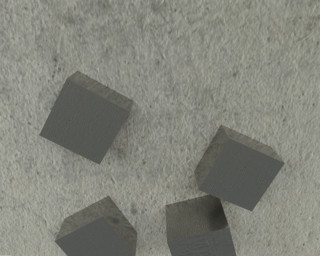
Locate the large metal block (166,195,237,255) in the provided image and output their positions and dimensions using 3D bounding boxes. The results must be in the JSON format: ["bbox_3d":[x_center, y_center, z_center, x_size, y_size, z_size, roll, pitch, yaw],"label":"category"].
[{"bbox_3d":[0.054,0.142,0.434,0.080,0.080,0.050,-15,110,5],"label":"large metal block"}]

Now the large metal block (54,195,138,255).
[{"bbox_3d":[-0.090,0.160,0.454,0.080,0.050,0.080,-29,108,10],"label":"large metal block"}]

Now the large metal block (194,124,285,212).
[{"bbox_3d":[0.103,0.053,0.418,0.080,0.050,0.080,24,108,-9],"label":"large metal block"}]

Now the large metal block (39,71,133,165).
[{"bbox_3d":[-0.090,-0.014,0.390,0.080,0.050,0.080,28,107,-11],"label":"large metal block"}]
